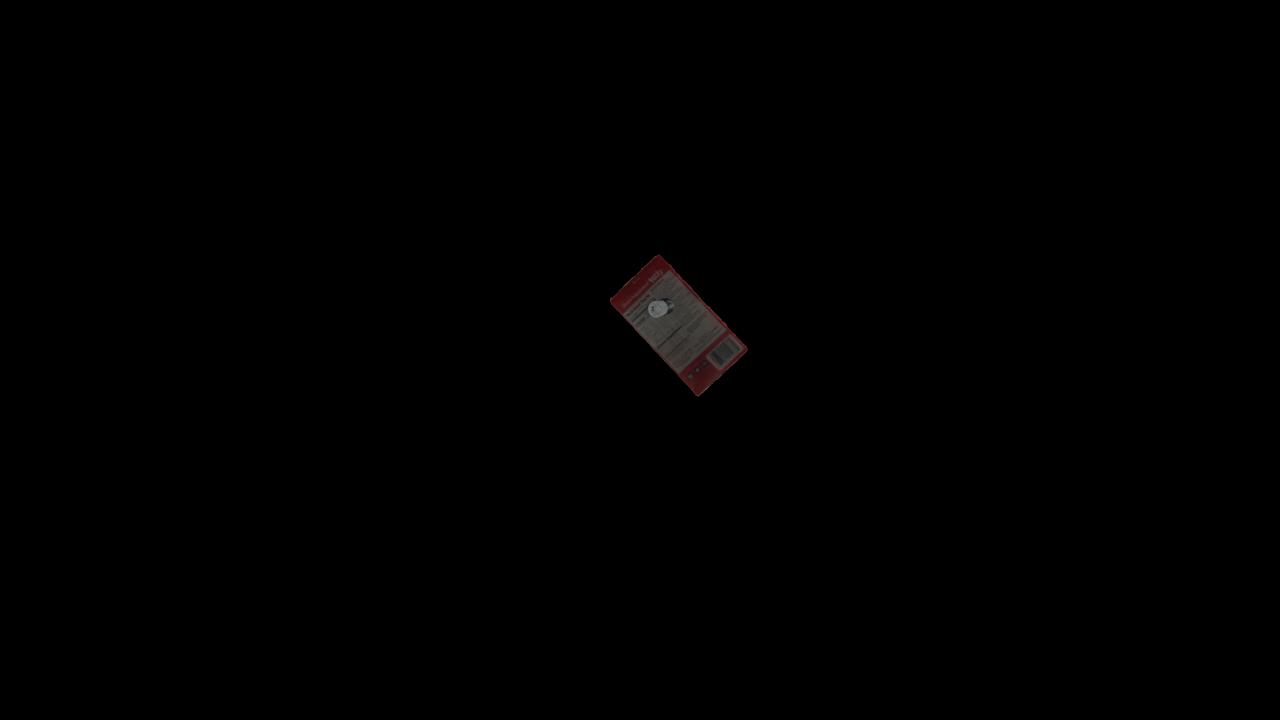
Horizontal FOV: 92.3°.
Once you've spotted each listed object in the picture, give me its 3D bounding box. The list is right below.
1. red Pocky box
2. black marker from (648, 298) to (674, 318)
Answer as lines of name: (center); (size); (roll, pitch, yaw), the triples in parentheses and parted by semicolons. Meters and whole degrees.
red Pocky box: (0.046, -0.041, 0.725); (0.083, 0.155, 0.028); (-43, -3, 8)
black marker: (0.040, -0.067, 0.734); (0.020, 0.020, 0.121); (0, 11, 23)
